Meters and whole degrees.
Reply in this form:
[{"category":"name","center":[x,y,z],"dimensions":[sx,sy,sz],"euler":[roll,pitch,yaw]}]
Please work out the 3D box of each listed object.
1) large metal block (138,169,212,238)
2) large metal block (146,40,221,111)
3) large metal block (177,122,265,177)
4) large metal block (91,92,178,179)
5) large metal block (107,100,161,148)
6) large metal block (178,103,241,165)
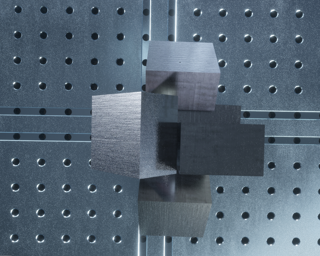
[{"category":"large metal block","center":[0.016,0.091,0.380],"dimensions":[0.080,0.050,0.080],"euler":[2,135,0]},{"category":"large metal block","center":[0.025,-0.066,0.379],"dimensions":[0.080,0.080,0.050],"euler":[2,128,0]},{"category":"large metal block","center":[0.060,0.020,0.336],"dimensions":[0.080,0.080,0.050],"euler":[2,90,0]},{"category":"large metal block","center":[-0.029,0.006,0.328],"dimensions":[0.080,0.050,0.080],"euler":[2,91,45]},{"category":"large metal block","center":[-0.028,0.006,0.401],"dimensions":[0.080,0.050,0.080],"euler":[7,90,0]},{"category":"large metal block","center":[0.057,0.011,0.401],"dimensions":[0.080,0.050,0.080],"euler":[3,90,0]}]
